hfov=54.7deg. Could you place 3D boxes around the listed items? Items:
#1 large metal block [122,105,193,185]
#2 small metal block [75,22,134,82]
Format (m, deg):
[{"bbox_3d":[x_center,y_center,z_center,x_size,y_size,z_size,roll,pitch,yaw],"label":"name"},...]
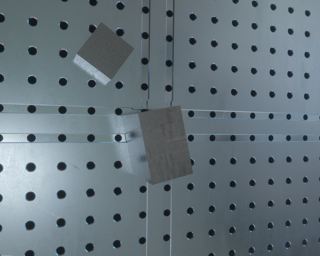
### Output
[{"bbox_3d":[-0.006,0.018,0.381,0.050,0.080,0.080,-12,95,-20],"label":"large metal block"},{"bbox_3d":[-0.069,-0.093,0.387,0.050,0.025,0.050,37,78,-17],"label":"small metal block"}]
